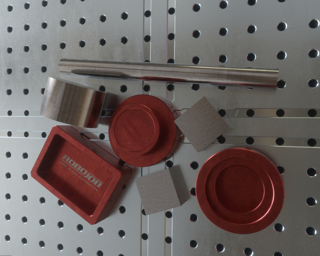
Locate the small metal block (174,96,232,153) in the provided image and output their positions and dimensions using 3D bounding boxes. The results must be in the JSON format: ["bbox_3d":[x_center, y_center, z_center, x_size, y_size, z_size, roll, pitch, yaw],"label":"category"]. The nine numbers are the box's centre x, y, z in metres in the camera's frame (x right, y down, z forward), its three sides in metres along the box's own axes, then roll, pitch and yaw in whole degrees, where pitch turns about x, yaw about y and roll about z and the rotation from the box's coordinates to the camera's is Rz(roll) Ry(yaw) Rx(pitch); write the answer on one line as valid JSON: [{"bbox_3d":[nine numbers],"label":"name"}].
[{"bbox_3d":[0.055,-0.005,0.393,0.050,0.025,0.050,-40,78,15],"label":"small metal block"}]

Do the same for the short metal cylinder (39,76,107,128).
[{"bbox_3d":[-0.118,-0.036,0.425,0.080,0.080,0.050,19,96,19],"label":"short metal cylinder"}]

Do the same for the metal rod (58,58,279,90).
[{"bbox_3d":[-0.003,-0.075,0.413,0.301,0.025,0.025,7,93,19],"label":"metal rod"}]

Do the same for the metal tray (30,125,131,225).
[{"bbox_3d":[-0.117,0.065,0.451,0.130,0.030,0.090,32,101,17],"label":"metal tray"}]

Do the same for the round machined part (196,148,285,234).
[{"bbox_3d":[0.095,0.071,0.370,0.098,0.042,0.097,0,90,20],"label":"round machined part"}]

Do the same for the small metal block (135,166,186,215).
[{"bbox_3d":[0.001,0.083,0.412,0.050,0.025,0.050,-20,83,18],"label":"small metal block"}]

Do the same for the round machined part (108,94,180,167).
[{"bbox_3d":[-0.026,0.003,0.412,0.098,0.042,0.097,-1,87,19],"label":"round machined part"}]
